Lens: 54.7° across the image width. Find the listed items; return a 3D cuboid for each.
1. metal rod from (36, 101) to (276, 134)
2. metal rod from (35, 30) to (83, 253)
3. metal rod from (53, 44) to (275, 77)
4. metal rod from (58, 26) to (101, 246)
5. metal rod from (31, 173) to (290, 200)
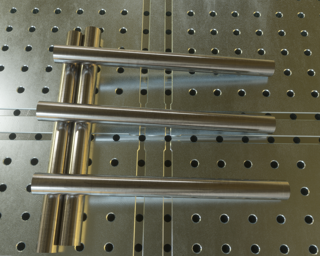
[{"bbox_3d":[0.000,-0.013,0.400,0.302,0.025,0.025,3,70,-6],"label":"metal rod"},{"bbox_3d":[-0.128,0.003,0.408,0.025,0.025,0.299,1,70,0],"label":"metal rod"},{"bbox_3d":[0.010,-0.093,0.430,0.302,0.025,0.025,3,70,-6],"label":"metal rod"},{"bbox_3d":[-0.103,-0.004,0.411,0.025,0.025,0.299,1,70,0],"label":"metal rod"},{"bbox_3d":[0.006,0.071,0.371,0.302,0.025,0.025,3,70,-6],"label":"metal rod"}]
